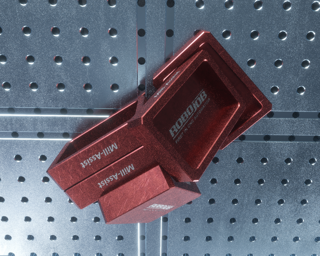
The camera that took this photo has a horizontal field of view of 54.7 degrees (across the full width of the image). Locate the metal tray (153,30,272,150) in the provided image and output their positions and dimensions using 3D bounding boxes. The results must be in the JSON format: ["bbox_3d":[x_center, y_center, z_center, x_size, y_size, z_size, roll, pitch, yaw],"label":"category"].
[{"bbox_3d":[0.066,-0.046,0.394,0.090,0.030,0.130,-42,105,13],"label":"metal tray"}]

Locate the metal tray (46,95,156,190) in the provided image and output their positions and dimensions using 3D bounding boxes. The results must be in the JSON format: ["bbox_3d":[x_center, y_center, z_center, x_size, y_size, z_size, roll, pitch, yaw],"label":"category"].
[{"bbox_3d":[-0.067,0.015,0.383,0.130,0.090,0.030,-31,108,10],"label":"metal tray"}]

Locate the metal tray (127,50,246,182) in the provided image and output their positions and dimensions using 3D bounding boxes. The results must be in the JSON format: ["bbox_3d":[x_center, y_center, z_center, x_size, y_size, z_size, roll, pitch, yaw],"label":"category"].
[{"bbox_3d":[0.036,-0.015,0.348,0.090,0.030,0.130,49,58,-16],"label":"metal tray"}]

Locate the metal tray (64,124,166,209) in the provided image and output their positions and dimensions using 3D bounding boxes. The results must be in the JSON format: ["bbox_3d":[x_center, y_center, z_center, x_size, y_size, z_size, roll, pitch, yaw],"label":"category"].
[{"bbox_3d":[-0.049,0.039,0.391,0.130,0.090,0.030,-31,108,10],"label":"metal tray"}]

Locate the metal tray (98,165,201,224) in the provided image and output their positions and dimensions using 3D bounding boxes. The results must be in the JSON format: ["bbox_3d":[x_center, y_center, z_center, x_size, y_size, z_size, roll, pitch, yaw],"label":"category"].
[{"bbox_3d":[-0.007,0.089,0.397,0.090,0.130,0.030,-31,66,11],"label":"metal tray"}]
